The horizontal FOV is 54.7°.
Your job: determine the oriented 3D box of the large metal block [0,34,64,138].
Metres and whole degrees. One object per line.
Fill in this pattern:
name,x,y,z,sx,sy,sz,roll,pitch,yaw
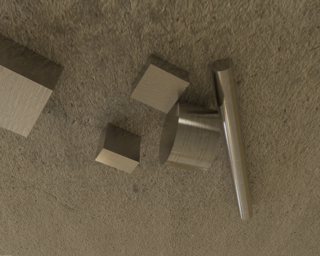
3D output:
large metal block,-0.168,-0.047,0.348,0.080,0.050,0.080,27,125,-22

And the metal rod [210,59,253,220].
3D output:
metal rod,0.108,0.039,0.441,0.025,0.025,0.299,-12,130,10

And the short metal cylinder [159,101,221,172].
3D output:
short metal cylinder,0.034,0.010,0.381,0.050,0.080,0.079,13,129,-11

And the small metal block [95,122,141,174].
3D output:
small metal block,-0.054,0.026,0.413,0.050,0.050,0.025,24,126,-20

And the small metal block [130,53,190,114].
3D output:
small metal block,-0.001,-0.051,0.364,0.050,0.025,0.050,23,126,-19
